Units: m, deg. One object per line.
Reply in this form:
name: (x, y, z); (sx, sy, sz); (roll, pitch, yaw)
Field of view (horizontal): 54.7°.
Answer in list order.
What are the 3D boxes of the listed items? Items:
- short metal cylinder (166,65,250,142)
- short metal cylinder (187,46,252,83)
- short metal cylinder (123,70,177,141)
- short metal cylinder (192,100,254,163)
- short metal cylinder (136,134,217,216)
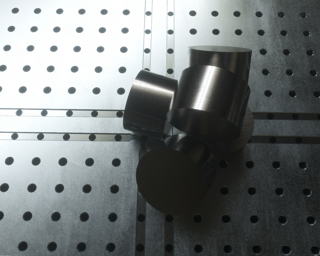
short metal cylinder: (0.053, -0.024, 0.338); (0.080, 0.080, 0.050); (16, 71, 6)
short metal cylinder: (0.076, -0.078, 0.404); (0.080, 0.080, 0.050); (2, 110, 1)
short metal cylinder: (-0.008, -0.029, 0.393); (0.050, 0.080, 0.080); (18, 71, 6)
short metal cylinder: (0.074, 0.001, 0.398); (0.081, 0.050, 0.080); (0, 69, 0)
short metal cylinder: (0.020, 0.052, 0.357); (0.080, 0.050, 0.079); (7, 108, 22)
